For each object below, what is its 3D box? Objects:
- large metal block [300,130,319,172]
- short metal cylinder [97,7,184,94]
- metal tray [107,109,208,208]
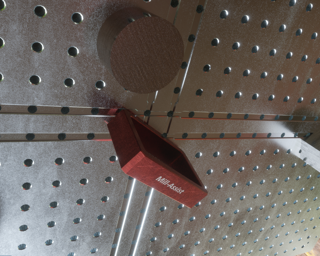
[{"bbox_3d":[0.326,0.043,0.581,0.080,0.080,0.050,-25,128,-13],"label":"large metal block"},{"bbox_3d":[-0.022,-0.083,0.332,0.081,0.050,0.079,-14,124,-21],"label":"short metal cylinder"},{"bbox_3d":[-0.002,0.040,0.390,0.030,0.090,0.130,-43,130,12],"label":"metal tray"}]
